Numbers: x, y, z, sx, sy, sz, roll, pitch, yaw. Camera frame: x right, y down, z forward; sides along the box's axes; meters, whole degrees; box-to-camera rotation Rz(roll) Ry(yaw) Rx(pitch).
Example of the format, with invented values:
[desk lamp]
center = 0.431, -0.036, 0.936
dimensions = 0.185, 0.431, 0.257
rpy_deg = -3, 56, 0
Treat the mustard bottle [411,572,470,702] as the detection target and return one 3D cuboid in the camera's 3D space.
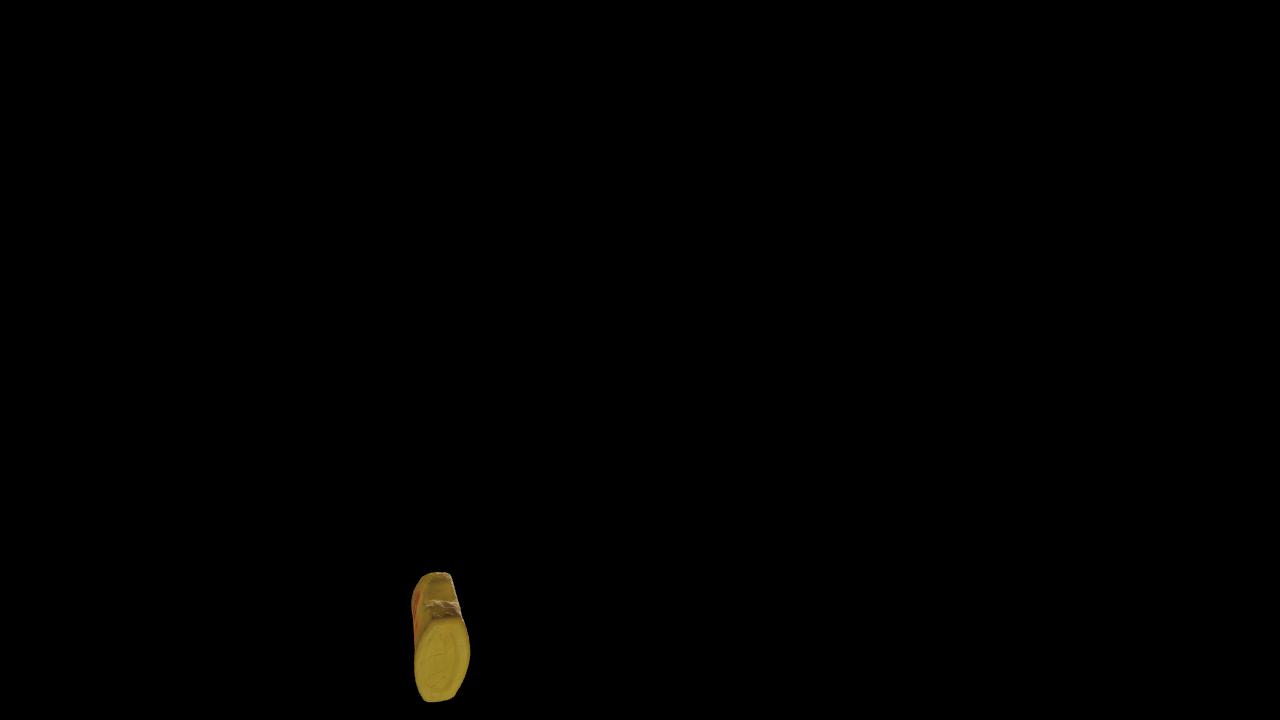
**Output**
[mustard bottle]
center = -0.230, 0.291, 0.695
dimensions = 0.054, 0.092, 0.184
rpy_deg = -2, 6, -22
